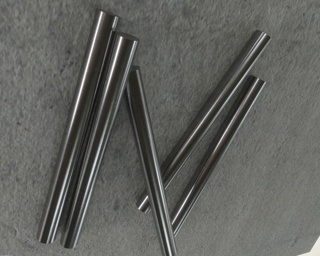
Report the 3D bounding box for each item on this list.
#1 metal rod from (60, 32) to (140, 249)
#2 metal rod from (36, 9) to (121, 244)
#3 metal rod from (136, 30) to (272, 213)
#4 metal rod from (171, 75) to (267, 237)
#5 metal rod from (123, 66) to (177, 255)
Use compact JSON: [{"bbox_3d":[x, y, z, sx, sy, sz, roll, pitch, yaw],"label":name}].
[{"bbox_3d":[-0.080,0.034,0.373,0.025,0.025,0.298,5,120,-31],"label":"metal rod"},{"bbox_3d":[-0.102,0.015,0.361,0.025,0.025,0.298,7,115,-32],"label":"metal rod"},{"bbox_3d":[0.056,-0.001,0.438,0.025,0.025,0.299,25,105,-37],"label":"metal rod"},{"bbox_3d":[0.078,0.057,0.486,0.025,0.025,0.298,15,111,-35],"label":"metal rod"},{"bbox_3d":[-0.010,0.064,0.417,0.025,0.025,0.298,-20,119,-17],"label":"metal rod"}]
